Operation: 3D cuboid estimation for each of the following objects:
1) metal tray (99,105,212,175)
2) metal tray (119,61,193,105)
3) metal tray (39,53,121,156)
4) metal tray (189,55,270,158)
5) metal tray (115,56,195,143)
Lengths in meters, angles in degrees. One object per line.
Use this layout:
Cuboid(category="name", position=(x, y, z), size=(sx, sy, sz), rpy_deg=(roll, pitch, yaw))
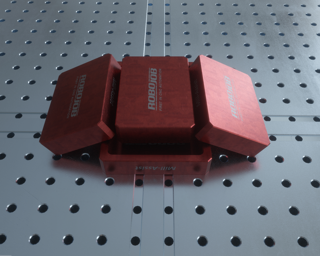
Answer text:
Cuboid(category="metal tray", position=(-0.005, 0.013, 0.394), size=(0.131, 0.030, 0.090), rpy_deg=(0, 50, 0))
Cuboid(category="metal tray", position=(-0.006, -0.057, 0.452), size=(0.131, 0.030, 0.090), rpy_deg=(0, 50, 0))
Cuboid(category="metal tray", position=(-0.100, -0.034, 0.408), size=(0.090, 0.030, 0.130), rpy_deg=(-17, 47, 19))
Cuboid(category="metal tray", position=(0.087, -0.032, 0.407), size=(0.091, 0.030, 0.130), rpy_deg=(18, 47, -21))
Cuboid(category="metal tray", position=(-0.006, -0.041, 0.399), size=(0.091, 0.030, 0.130), rpy_deg=(0, 50, -1))
